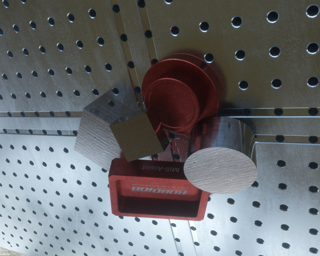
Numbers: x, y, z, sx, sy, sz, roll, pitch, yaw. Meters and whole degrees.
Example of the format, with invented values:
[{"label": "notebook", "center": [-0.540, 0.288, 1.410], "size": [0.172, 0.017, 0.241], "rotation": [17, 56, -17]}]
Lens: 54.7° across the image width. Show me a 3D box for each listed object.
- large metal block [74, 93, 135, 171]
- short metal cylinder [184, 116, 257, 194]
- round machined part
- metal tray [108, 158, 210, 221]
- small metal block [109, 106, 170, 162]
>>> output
[{"label": "large metal block", "center": [-0.067, 0.011, 0.437], "size": [0.080, 0.050, 0.079], "rotation": [31, 128, 8]}, {"label": "short metal cylinder", "center": [0.071, 0.033, 0.363], "size": [0.080, 0.050, 0.079], "rotation": [7, 133, 8]}, {"label": "round machined part", "center": [0.021, -0.034, 0.368], "size": [0.098, 0.042, 0.097], "rotation": [13, 124, 21]}, {"label": "metal tray", "center": [-0.001, 0.086, 0.425], "size": [0.131, 0.030, 0.089], "rotation": [4, 130, 0]}, {"label": "small metal block", "center": [-0.024, 0.008, 0.368], "size": [0.050, 0.025, 0.050], "rotation": [-18, 106, 23]}]
